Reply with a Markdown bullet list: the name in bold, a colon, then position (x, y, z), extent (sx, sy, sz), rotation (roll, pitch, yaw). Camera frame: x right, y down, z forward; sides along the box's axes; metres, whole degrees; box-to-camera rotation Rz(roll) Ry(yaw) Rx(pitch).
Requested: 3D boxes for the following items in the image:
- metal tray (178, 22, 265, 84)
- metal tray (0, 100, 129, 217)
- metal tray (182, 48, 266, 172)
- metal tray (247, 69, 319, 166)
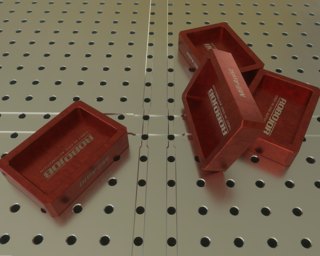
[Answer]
- **metal tray**: position (0.095, -0.118, 0.504), extent (0.091, 0.030, 0.130), rotation (-16, 52, -13)
- **metal tray**: position (-0.113, 0.030, 0.378), extent (0.090, 0.030, 0.131), rotation (29, 56, 22)
- **metal tray**: position (0.070, -0.023, 0.382), extent (0.030, 0.089, 0.130), rotation (8, 47, -22)
- **metal tray**: position (0.155, -0.020, 0.422), extent (0.090, 0.030, 0.130), rotation (25, 54, 19)
